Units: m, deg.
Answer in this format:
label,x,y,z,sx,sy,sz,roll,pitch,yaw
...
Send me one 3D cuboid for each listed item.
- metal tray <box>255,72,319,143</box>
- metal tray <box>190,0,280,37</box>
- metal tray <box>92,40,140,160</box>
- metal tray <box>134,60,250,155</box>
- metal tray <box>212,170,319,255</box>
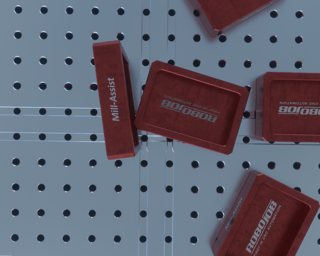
label,x,y,z,sx,sy,sz,roll,pitch,yaw
metal tray,0.197,-0.026,0.411,0.131,0.030,0.090,1,90,0
metal tray,0.106,-0.193,0.411,0.130,0.030,0.090,-30,90,0
metal tray,-0.050,-0.031,0.380,0.030,0.090,0.129,-8,90,0
metal tray,0.040,-0.025,0.405,0.131,0.030,0.090,16,89,-4
metal tray,0.138,0.134,0.411,0.090,0.030,0.130,27,90,0
